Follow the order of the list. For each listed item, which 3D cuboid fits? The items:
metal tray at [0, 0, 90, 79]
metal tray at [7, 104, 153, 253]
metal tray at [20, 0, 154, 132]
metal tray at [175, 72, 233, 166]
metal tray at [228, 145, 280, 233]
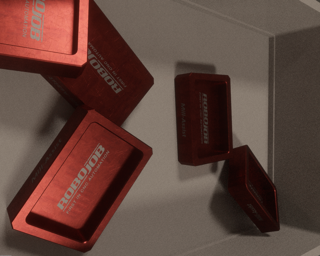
[{"bbox_3d":[-0.112,-0.115,0.278,0.091,0.030,0.129,5,75,-24],"label":"metal tray"},{"bbox_3d":[-0.078,0.053,0.318,0.090,0.030,0.130,37,82,-34],"label":"metal tray"},{"bbox_3d":[-0.074,-0.068,0.343,0.130,0.030,0.090,50,60,-29],"label":"metal tray"},{"bbox_3d":[0.068,-0.014,0.462,0.091,0.030,0.129,-5,93,-40],"label":"metal tray"},{"bbox_3d":[0.158,0.102,0.516,0.130,0.030,0.090,50,36,-29],"label":"metal tray"}]
